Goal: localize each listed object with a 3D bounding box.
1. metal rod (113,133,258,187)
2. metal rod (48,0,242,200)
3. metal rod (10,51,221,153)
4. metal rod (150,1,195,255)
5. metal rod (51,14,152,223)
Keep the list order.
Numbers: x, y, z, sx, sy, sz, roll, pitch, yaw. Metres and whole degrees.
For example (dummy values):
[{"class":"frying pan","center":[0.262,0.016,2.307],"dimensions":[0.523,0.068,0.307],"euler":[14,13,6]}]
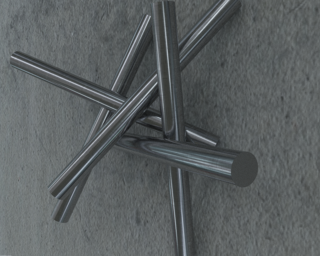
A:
[{"class":"metal rod","center":[-0.014,0.021,0.345],"dimensions":[0.299,0.025,0.025],"euler":[6,94,61]},{"class":"metal rod","center":[-0.021,-0.033,0.354],"dimensions":[0.300,0.025,0.025],"euler":[-47,60,6]},{"class":"metal rod","center":[-0.068,-0.037,0.394],"dimensions":[0.301,0.025,0.025],"euler":[24,106,16]},{"class":"metal rod","center":[0.017,0.020,0.344],"dimensions":[0.025,0.025,0.298],"euler":[6,108,39]},{"class":"metal rod","center":[-0.075,-0.011,0.421],"dimensions":[0.025,0.025,0.299],"euler":[27,93,36]}]
